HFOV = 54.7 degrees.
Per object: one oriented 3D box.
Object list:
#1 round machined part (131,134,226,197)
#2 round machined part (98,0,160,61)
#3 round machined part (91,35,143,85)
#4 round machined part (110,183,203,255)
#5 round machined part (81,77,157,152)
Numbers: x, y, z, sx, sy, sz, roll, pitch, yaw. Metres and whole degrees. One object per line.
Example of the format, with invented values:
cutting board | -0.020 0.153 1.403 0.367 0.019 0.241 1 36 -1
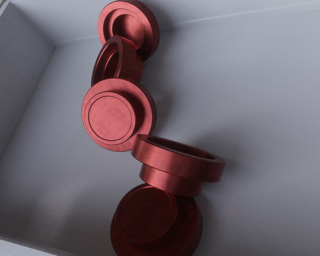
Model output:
round machined part | 0.016 0.041 0.330 0.098 0.099 0.042 19 95 35
round machined part | -0.044 -0.151 0.483 0.098 0.097 0.042 2 31 28
round machined part | -0.061 -0.083 0.459 0.098 0.042 0.098 -25 57 48
round machined part | -0.008 0.097 0.325 0.098 0.042 0.098 -13 44 14
round machined part | -0.057 -0.016 0.398 0.098 0.042 0.097 3 103 13
